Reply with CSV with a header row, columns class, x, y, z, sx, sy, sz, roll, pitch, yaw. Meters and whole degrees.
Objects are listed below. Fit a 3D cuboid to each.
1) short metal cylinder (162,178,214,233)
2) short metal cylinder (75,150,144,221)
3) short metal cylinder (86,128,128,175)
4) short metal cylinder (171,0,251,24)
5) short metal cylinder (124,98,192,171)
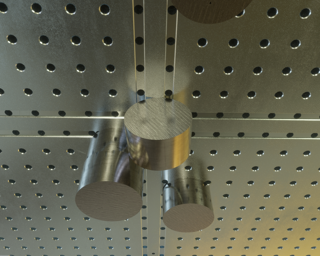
class,x,y,z,sx,sy,sz,roll,pitch,yaw
short metal cylinder,0.045,0.126,0.503,0.081,0.050,0.079,0,130,0
short metal cylinder,-0.061,0.074,0.392,0.081,0.050,0.079,0,130,0
short metal cylinder,-0.062,0.046,0.434,0.081,0.050,0.079,-1,130,0
short metal cylinder,0.045,-0.141,0.276,0.081,0.050,0.079,0,130,0
short metal cylinder,-0.001,0.006,0.381,0.081,0.080,0.050,-1,130,1
